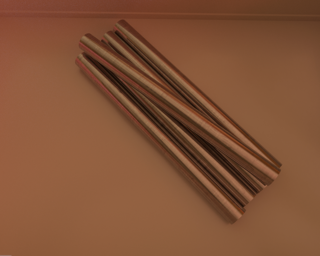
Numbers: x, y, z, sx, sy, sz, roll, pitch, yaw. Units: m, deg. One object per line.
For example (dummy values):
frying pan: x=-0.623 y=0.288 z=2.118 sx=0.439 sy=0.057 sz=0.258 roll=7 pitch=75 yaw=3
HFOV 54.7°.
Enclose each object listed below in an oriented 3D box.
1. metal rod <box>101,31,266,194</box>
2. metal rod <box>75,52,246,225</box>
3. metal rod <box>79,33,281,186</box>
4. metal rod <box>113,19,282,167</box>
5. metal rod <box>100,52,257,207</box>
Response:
metal rod: x=0.026 y=-0.030 z=0.419 sx=0.025 sy=0.025 sz=0.300 roll=-41 pitch=75 yaw=-14
metal rod: x=-0.009 y=0.004 z=0.407 sx=0.025 sy=0.025 sz=0.300 roll=-41 pitch=75 yaw=-14
metal rod: x=0.016 y=-0.030 z=0.392 sx=0.300 sy=0.025 sz=0.025 roll=37 pitch=74 yaw=12
metal rod: x=0.042 y=-0.049 z=0.426 sx=0.025 sy=0.025 sz=0.300 roll=-41 pitch=75 yaw=-14
metal rod: x=0.007 y=-0.015 z=0.414 sx=0.025 sy=0.025 sz=0.300 roll=-41 pitch=75 yaw=-14
